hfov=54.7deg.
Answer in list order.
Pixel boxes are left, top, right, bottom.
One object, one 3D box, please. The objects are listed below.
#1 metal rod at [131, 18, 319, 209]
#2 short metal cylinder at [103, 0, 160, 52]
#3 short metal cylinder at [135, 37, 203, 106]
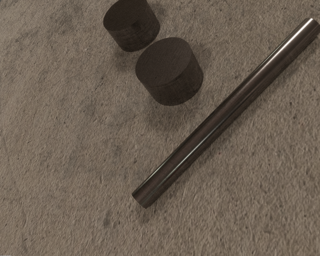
[{"bbox_3d":[0.082,-0.020,0.372,0.300,0.025,0.025,-45,51,-4],"label":"metal rod"},{"bbox_3d":[-0.047,-0.175,0.518,0.080,0.050,0.080,-13,56,20],"label":"short metal cylinder"},{"bbox_3d":[0.014,-0.077,0.427,0.080,0.050,0.080,-13,56,20],"label":"short metal cylinder"}]
